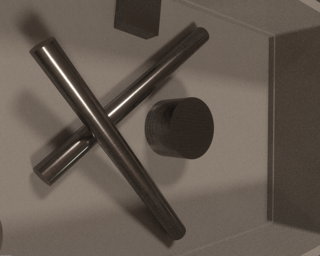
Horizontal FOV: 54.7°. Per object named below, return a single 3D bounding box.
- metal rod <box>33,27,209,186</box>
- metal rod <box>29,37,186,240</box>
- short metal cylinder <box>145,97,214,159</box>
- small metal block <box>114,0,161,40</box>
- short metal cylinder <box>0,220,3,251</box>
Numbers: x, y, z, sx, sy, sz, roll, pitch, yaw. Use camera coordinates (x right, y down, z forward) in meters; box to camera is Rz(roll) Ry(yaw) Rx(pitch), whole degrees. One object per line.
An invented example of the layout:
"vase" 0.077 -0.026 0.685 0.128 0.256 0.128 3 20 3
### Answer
"metal rod" -0.028 -0.045 0.384 0.301 0.025 0.025 -46 118 -30
"metal rod" -0.039 0.036 0.349 0.025 0.025 0.299 -51 128 -28
"short metal cylinder" 0.027 0.000 0.415 0.081 0.050 0.079 0 90 -40
"small metal block" -0.027 -0.144 0.385 0.050 0.025 0.050 8 85 -40
"short metal cylinder" -0.175 0.087 0.245 0.081 0.050 0.079 0 90 -40
